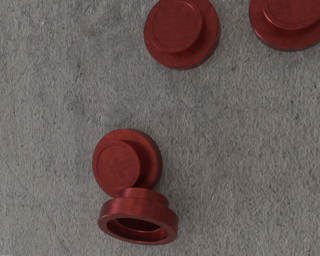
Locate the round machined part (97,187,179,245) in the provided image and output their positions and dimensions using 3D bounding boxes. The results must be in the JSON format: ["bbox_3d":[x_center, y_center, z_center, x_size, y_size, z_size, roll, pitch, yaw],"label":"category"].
[{"bbox_3d":[-0.025,0.109,0.390,0.098,0.098,0.042,-6,48,20],"label":"round machined part"}]

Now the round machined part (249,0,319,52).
[{"bbox_3d":[0.150,-0.138,0.347,0.098,0.042,0.097,0,90,20],"label":"round machined part"}]

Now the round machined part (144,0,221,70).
[{"bbox_3d":[0.024,-0.125,0.391,0.098,0.042,0.097,0,90,20],"label":"round machined part"}]

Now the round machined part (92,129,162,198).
[{"bbox_3d":[-0.050,0.050,0.417,0.098,0.042,0.097,0,90,20],"label":"round machined part"}]
